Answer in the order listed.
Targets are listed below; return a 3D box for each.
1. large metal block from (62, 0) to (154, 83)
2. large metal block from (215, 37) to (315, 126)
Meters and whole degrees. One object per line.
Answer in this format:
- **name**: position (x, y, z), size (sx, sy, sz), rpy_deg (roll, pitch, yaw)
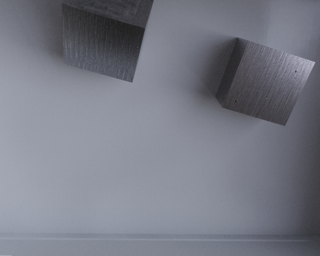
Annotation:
- **large metal block**: position (-0.058, -0.104, 0.339), size (0.080, 0.050, 0.080), rpy_deg (15, 145, -6)
- **large metal block**: position (0.123, -0.057, 0.378), size (0.080, 0.050, 0.079), rpy_deg (16, 109, -6)
